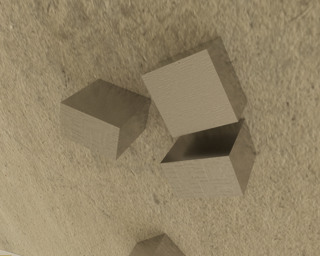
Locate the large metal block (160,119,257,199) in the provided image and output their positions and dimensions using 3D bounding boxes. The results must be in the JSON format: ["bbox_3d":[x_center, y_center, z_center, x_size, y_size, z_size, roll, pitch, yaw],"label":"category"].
[{"bbox_3d":[0.059,0.036,0.361,0.080,0.080,0.050,-10,113,32],"label":"large metal block"}]

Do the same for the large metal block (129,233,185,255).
[{"bbox_3d":[-0.002,0.238,0.538,0.080,0.050,0.080,-33,100,38],"label":"large metal block"}]

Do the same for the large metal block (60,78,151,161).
[{"bbox_3d":[-0.068,-0.014,0.397,0.080,0.080,0.050,23,127,14],"label":"large metal block"}]

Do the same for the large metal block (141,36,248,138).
[{"bbox_3d":[0.039,-0.043,0.342,0.080,0.050,0.080,-16,111,34],"label":"large metal block"}]
